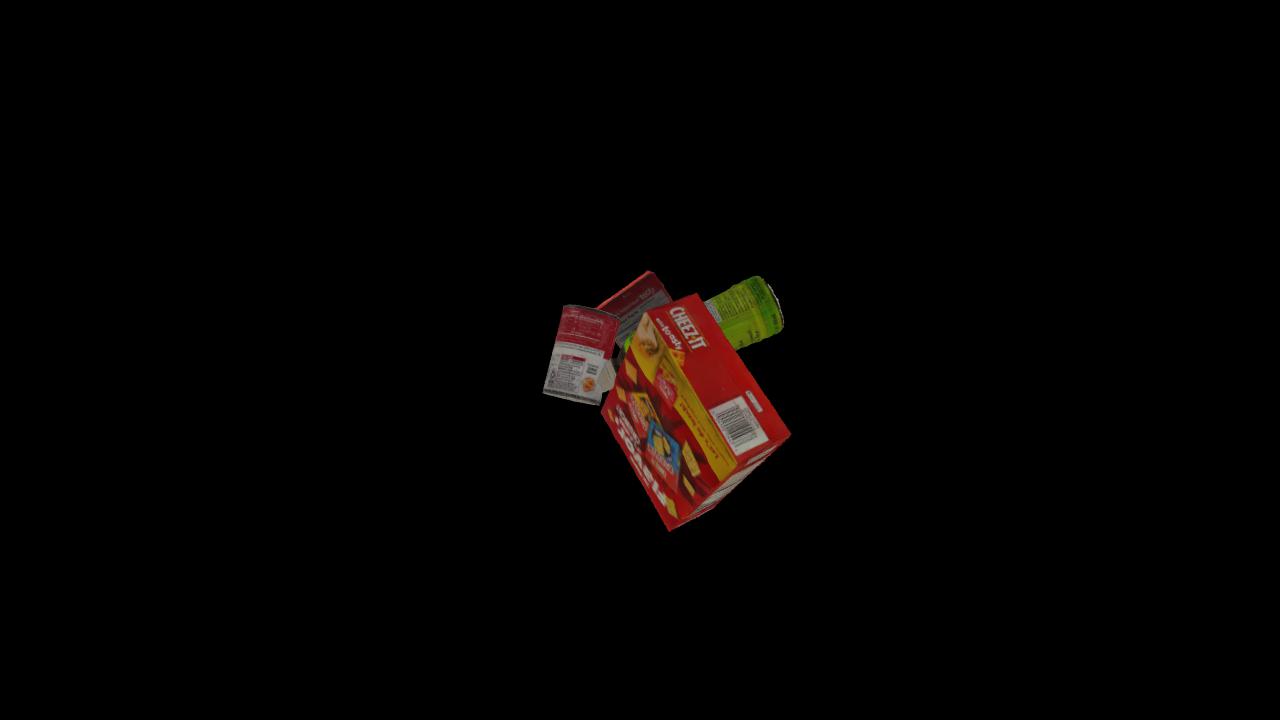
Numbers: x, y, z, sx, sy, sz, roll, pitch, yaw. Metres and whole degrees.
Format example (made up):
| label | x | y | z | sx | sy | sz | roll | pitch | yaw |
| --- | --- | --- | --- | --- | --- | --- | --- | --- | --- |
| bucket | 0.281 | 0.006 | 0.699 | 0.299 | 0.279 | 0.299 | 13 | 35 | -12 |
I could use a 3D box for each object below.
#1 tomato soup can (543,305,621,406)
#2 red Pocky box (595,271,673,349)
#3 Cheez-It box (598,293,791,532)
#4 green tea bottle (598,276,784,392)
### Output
| label | x | y | z | sx | sy | sz | roll | pitch | yaw |
| --- | --- | --- | --- | --- | --- | --- | --- | --- | --- |
| tomato soup can | -0.065 | -0.004 | 0.687 | 0.068 | 0.101 | 0.068 | 13 | -8 | 2 |
| red Pocky box | 0.021 | -0.021 | 0.728 | 0.083 | 0.155 | 0.028 | -35 | 18 | 0 |
| Cheez-It box | 0.042 | 0.065 | 0.633 | 0.071 | 0.166 | 0.223 | -21 | -23 | -25 |
| green tea bottle | 0.049 | -0.021 | 0.677 | 0.212 | 0.073 | 0.073 | -22 | -1 | 2 |
